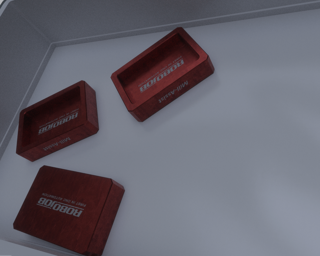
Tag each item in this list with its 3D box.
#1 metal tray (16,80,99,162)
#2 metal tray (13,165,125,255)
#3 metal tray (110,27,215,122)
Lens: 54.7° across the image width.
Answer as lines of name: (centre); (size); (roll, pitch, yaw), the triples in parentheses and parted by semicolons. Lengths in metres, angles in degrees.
metal tray: (-0.164, -0.011, 0.492); (0.130, 0.030, 0.090); (-23, 53, 13)
metal tray: (-0.119, 0.103, 0.400); (0.130, 0.030, 0.090); (5, 64, 30)
metal tray: (0.000, -0.079, 0.449); (0.130, 0.030, 0.090); (-34, 52, 5)
